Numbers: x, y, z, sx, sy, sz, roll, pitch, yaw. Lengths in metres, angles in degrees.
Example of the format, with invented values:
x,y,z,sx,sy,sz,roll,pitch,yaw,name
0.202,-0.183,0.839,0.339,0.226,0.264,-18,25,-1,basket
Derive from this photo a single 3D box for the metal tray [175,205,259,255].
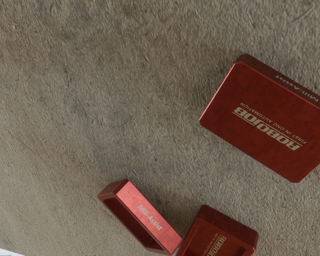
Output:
x,y,z,sx,sy,sz,roll,pitch,yaw,name
0.081,0.186,0.475,0.090,0.030,0.129,26,128,11,metal tray

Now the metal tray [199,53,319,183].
x,y,z,sx,sy,sz,roll,pitch,yaw,name
0.120,-0.008,0.335,0.130,0.030,0.089,33,129,6,metal tray

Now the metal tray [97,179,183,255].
x,y,z,sx,sy,sz,roll,pitch,yaw,name
-0.034,0.141,0.489,0.130,0.030,0.090,49,150,-7,metal tray
